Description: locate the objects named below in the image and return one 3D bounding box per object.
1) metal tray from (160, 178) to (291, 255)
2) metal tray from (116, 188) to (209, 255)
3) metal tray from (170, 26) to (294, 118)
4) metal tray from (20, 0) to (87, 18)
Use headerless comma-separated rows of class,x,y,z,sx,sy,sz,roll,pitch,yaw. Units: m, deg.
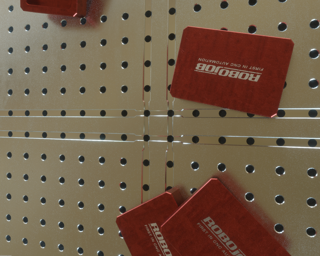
metal tray,0.075,0.134,0.362,0.090,0.030,0.130,-43,82,-5
metal tray,0.010,0.156,0.407,0.090,0.030,0.130,-31,80,17
metal tray,0.085,-0.069,0.380,0.130,0.030,0.090,14,95,19
metal tray,-0.150,-0.229,0.440,0.090,0.030,0.129,10,107,10
